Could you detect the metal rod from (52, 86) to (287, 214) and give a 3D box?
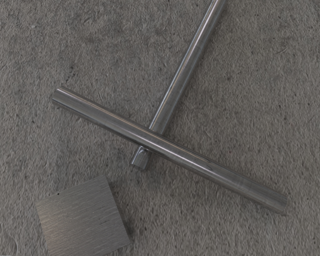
[{"bbox_3d":[0.012,0.026,0.375,0.301,0.025,0.025,26,72,0],"label":"metal rod"}]

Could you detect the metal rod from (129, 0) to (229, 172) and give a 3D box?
[{"bbox_3d":[0.034,-0.078,0.436,0.025,0.025,0.300,23,71,8],"label":"metal rod"}]

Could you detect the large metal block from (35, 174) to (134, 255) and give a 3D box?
[{"bbox_3d":[-0.084,0.109,0.354,0.080,0.050,0.080,-22,72,-8],"label":"large metal block"}]
